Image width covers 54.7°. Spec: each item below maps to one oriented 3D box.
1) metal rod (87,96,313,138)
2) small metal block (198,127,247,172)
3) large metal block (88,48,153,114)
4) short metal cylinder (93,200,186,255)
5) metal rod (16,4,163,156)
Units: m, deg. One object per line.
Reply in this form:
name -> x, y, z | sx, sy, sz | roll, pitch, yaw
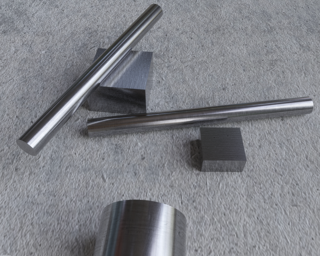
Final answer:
metal rod -> 0.057, -0.016, 0.417 | 0.302, 0.025, 0.025 | -6, 50, -6
small metal block -> 0.075, 0.026, 0.382 | 0.050, 0.025, 0.050 | 0, 50, 0
large metal block -> -0.055, -0.067, 0.443 | 0.080, 0.050, 0.080 | 5, 50, 3
short metal cylinder -> -0.017, 0.106, 0.279 | 0.080, 0.080, 0.050 | 4, 50, 3
metal rod -> -0.072, -0.083, 0.406 | 0.025, 0.025, 0.301 | 21, 53, 16
